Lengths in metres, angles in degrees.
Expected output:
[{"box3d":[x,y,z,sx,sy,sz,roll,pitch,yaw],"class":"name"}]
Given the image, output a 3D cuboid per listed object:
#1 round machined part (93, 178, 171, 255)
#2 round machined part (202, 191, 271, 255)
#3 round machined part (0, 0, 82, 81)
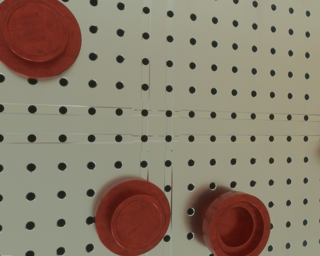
[{"box3d":[-0.032,0.114,0.392,0.099,0.042,0.097,0,90,-20],"class":"round machined part"},{"box3d":[0.104,0.138,0.442,0.099,0.042,0.097,0,90,-20],"class":"round machined part"},{"box3d":[-0.139,-0.106,0.352,0.099,0.042,0.097,0,90,-20],"class":"round machined part"}]
